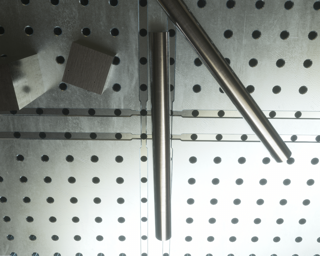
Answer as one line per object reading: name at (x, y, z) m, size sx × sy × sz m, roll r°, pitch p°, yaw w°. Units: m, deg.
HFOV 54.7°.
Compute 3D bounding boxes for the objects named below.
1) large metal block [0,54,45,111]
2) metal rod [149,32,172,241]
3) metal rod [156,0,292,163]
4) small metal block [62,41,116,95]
large metal block at (-0.193, -0.054, 0.362) m, size 0.080 × 0.080 × 0.050 m, roll -4°, pitch 110°, yaw 1°
metal rod at (0.002, 0.025, 0.422) m, size 0.025 × 0.025 × 0.298 m, roll -1°, pitch 110°, yaw 0°
metal rod at (0.077, -0.070, 0.388) m, size 0.025 × 0.025 × 0.300 m, roll -37°, pitch 106°, yaw 12°
small metal block at (-0.088, -0.075, 0.385) m, size 0.050 × 0.025 × 0.050 m, roll 19°, pitch 109°, yaw -7°
